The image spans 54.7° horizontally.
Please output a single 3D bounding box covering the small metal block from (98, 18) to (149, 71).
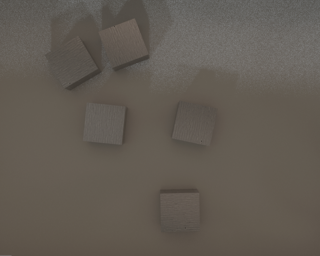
[{"bbox_3d":[-0.047,-0.109,0.411,0.050,0.025,0.050,-21,90,0],"label":"small metal block"}]

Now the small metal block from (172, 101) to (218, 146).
[{"bbox_3d":[0.045,-0.006,0.412,0.050,0.025,0.050,12,90,0],"label":"small metal block"}]

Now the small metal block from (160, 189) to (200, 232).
[{"bbox_3d":[0.026,0.109,0.412,0.050,0.025,0.050,-1,90,0],"label":"small metal block"}]

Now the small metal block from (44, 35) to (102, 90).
[{"bbox_3d":[-0.114,-0.085,0.410,0.050,0.025,0.050,-31,90,0],"label":"small metal block"}]

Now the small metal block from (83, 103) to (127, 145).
[{"bbox_3d":[-0.072,-0.006,0.411,0.050,0.025,0.050,6,90,0],"label":"small metal block"}]
